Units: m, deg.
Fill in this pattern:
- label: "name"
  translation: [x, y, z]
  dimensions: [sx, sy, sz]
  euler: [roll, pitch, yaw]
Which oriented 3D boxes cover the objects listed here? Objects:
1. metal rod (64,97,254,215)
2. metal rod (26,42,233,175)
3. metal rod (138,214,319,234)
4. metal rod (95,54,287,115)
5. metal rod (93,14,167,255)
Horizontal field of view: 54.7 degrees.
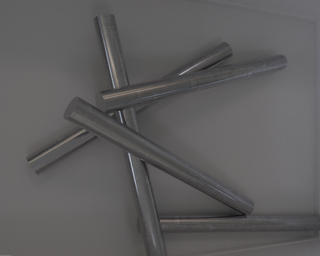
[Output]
- label: "metal rod"
  translation: [0.022, 0.049, 0.378]
  dimensions: [0.301, 0.025, 0.025]
  euler: [32, 79, -32]
- label: "metal rod"
  translation: [-0.026, -0.034, 0.400]
  dimensions: [0.302, 0.025, 0.025]
  euler: [-33, 101, -17]
- label: "metal rod"
  translation: [0.115, 0.139, 0.453]
  dimensions: [0.302, 0.025, 0.025]
  euler: [6, 88, -20]
- label: "metal rod"
  translation: [0.062, -0.064, 0.402]
  dimensions: [0.302, 0.025, 0.025]
  euler: [-17, 96, -31]
- label: "metal rod"
  translation: [-0.034, 0.018, 0.370]
  dimensions: [0.025, 0.025, 0.298]
  euler: [-14, 95, -20]
